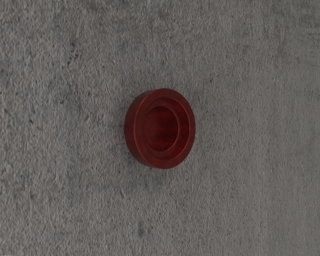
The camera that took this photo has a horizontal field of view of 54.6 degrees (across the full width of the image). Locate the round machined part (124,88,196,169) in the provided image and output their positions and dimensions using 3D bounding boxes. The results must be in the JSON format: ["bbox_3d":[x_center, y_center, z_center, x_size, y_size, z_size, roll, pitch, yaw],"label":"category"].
[{"bbox_3d":[-0.004,0.001,0.389,0.099,0.042,0.097,0,90,-40],"label":"round machined part"}]
